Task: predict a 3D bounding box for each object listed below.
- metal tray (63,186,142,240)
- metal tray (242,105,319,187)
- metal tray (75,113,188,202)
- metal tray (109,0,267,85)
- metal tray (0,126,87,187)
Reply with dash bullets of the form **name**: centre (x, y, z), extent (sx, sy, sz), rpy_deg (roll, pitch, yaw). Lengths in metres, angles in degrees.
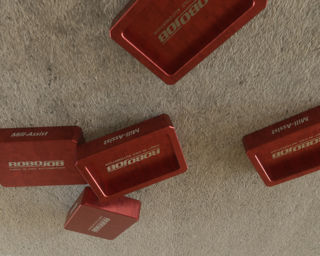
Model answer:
- **metal tray**: centre (-0.097, 0.143, 0.506), extent (0.091, 0.030, 0.129), rpy_deg (20, 141, -17)
- **metal tray**: centre (0.192, 0.026, 0.427), extent (0.130, 0.030, 0.090), rpy_deg (-25, 126, 19)
- **metal tray**: centre (-0.036, 0.043, 0.419), extent (0.131, 0.030, 0.090), rpy_deg (-21, 130, -1)
- **metal tray**: centre (0.025, -0.113, 0.307), extent (0.090, 0.030, 0.130), rpy_deg (37, 121, -27)
- **metal tray**: centre (-0.170, 0.042, 0.438), extent (0.131, 0.030, 0.089), rpy_deg (-2, 130, 1)
